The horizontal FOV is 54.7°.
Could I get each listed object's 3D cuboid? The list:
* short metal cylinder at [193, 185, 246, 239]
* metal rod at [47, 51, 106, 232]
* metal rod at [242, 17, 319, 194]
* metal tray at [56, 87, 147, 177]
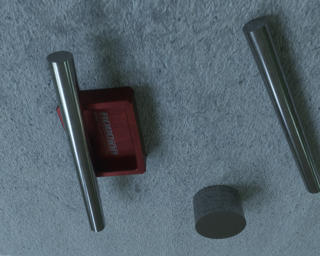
[{"bbox_3d":[0.096,0.139,0.510,0.081,0.050,0.079,0,130,0],"label":"short metal cylinder"},{"bbox_3d":[-0.099,0.043,0.402,0.025,0.025,0.298,0,130,0],"label":"metal rod"},{"bbox_3d":[0.170,-0.007,0.402,0.025,0.025,0.300,-23,127,18],"label":"metal rod"},{"bbox_3d":[-0.071,0.011,0.411,0.091,0.030,0.129,-5,130,4],"label":"metal tray"}]
